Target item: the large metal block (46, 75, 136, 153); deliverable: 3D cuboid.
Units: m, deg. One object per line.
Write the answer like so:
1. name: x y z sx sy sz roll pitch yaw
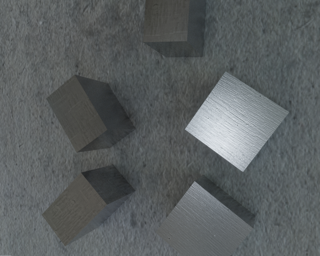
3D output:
1. large metal block: -0.088 -0.018 0.409 0.050 0.080 0.080 -35 79 16

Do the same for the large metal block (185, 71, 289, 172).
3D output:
1. large metal block: 0.090 -0.008 0.364 0.080 0.050 0.080 37 102 16

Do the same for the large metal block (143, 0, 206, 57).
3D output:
1. large metal block: 0.021 -0.133 0.372 0.050 0.080 0.079 4 92 20

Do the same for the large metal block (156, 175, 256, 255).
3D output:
1. large metal block: 0.056 0.116 0.375 0.080 0.050 0.080 38 102 15

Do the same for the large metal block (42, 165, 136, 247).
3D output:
1. large metal block: -0.091 0.099 0.411 0.080 0.080 0.050 -46 76 14
